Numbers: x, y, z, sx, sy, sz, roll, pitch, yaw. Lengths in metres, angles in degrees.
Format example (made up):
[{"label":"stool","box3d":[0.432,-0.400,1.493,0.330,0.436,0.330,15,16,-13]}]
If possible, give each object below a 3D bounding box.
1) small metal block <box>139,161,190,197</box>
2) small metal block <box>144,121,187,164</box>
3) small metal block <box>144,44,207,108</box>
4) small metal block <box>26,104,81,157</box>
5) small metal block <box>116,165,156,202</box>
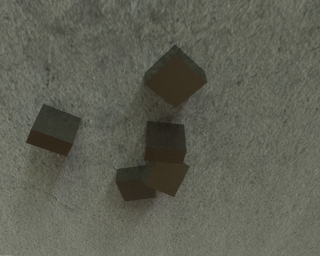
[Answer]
[{"label":"small metal block","box3d":[0.007,0.065,0.446,0.050,0.025,0.050,28,87,-22]},{"label":"small metal block","box3d":[0.006,0.018,0.407,0.050,0.050,0.025,6,130,-5]},{"label":"small metal block","box3d":[0.018,-0.058,0.358,0.050,0.025,0.050,36,121,-27]},{"label":"small metal block","box3d":[-0.133,0.002,0.391,0.050,0.050,0.025,23,126,-19]},{"label":"small metal block","box3d":[-0.036,0.086,0.480,0.050,0.025,0.050,-9,130,7]}]
